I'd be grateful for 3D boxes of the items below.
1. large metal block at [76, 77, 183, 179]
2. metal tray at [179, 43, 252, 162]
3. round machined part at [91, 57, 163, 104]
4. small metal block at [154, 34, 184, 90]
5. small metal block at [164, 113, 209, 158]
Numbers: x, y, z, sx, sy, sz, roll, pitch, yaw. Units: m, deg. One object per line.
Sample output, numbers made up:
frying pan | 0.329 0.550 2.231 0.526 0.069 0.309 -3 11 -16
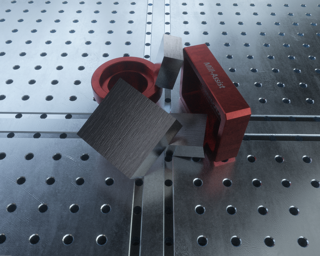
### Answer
large metal block | -0.033 0.002 0.360 0.080 0.050 0.080 38 90 14
metal tray | 0.063 -0.034 0.394 0.030 0.089 0.130 -14 52 -12
round machined part | -0.045 -0.055 0.442 0.099 0.042 0.098 0 50 0
small metal block | 0.011 -0.088 0.412 0.025 0.050 0.050 9 48 -11
small metal block | 0.034 0.009 0.394 0.050 0.025 0.050 2 54 16
